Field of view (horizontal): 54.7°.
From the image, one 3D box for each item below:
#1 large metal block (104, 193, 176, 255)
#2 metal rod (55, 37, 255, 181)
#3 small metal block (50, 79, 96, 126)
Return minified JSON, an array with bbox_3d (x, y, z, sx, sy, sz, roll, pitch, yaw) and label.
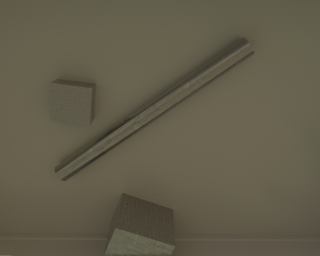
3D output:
[{"bbox_3d":[-0.027,0.146,0.435,0.080,0.080,0.050,20,109,-8],"label":"large metal block"},{"bbox_3d":[-0.015,-0.018,0.404,0.300,0.025,0.025,-34,107,11],"label":"metal rod"},{"bbox_3d":[-0.111,-0.033,0.398,0.050,0.025,0.050,7,110,-3],"label":"small metal block"}]
